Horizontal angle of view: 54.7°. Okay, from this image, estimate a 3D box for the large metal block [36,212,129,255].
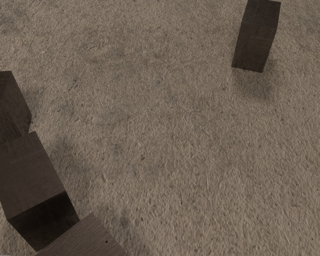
[{"bbox_3d":[-0.066,0.137,0.271,0.080,0.050,0.080,-36,59,-26],"label":"large metal block"}]

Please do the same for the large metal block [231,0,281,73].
[{"bbox_3d":[0.153,-0.148,0.494,0.050,0.080,0.080,14,52,11],"label":"large metal block"}]

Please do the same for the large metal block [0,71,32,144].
[{"bbox_3d":[-0.216,-0.021,0.382,0.081,0.080,0.050,-5,50,-5],"label":"large metal block"}]

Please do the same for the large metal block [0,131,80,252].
[{"bbox_3d":[-0.125,0.064,0.312,0.050,0.080,0.080,-26,55,-21],"label":"large metal block"}]
